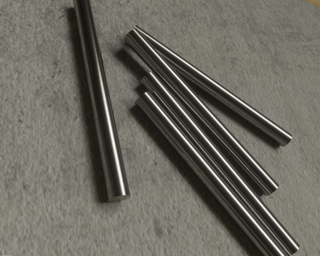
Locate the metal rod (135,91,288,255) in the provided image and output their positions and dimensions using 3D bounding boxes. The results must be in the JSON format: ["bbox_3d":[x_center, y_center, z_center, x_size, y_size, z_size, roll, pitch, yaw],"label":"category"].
[{"bbox_3d":[0.071,0.073,0.399,0.025,0.025,0.300,-35,81,-38],"label":"metal rod"}]

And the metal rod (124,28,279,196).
[{"bbox_3d":[0.057,-0.024,0.443,0.300,0.025,0.025,48,51,2],"label":"metal rod"}]

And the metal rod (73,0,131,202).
[{"bbox_3d":[-0.080,-0.055,0.395,0.025,0.025,0.299,-1,62,-29],"label":"metal rod"}]

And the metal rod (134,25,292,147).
[{"bbox_3d":[0.082,-0.063,0.488,0.301,0.025,0.025,34,51,-6],"label":"metal rod"}]

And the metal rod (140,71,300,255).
[{"bbox_3d":[0.076,0.043,0.420,0.025,0.025,0.300,-34,81,-38],"label":"metal rod"}]
